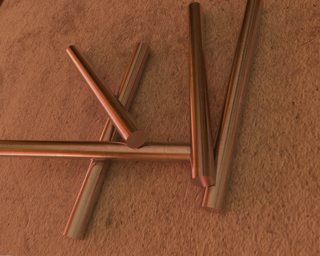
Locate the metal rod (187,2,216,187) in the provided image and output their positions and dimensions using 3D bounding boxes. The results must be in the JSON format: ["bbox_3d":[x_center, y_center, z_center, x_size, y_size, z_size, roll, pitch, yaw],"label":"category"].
[{"bbox_3d":[0.050,-0.067,0.402,0.025,0.025,0.300,-13,51,21],"label":"metal rod"}]

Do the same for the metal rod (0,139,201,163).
[{"bbox_3d":[-0.099,0.029,0.401,0.301,0.025,0.025,0,61,15],"label":"metal rod"}]

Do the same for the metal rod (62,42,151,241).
[{"bbox_3d":[-0.067,0.002,0.437,0.025,0.025,0.300,3,63,29],"label":"metal rod"}]

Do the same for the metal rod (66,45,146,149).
[{"bbox_3d":[-0.095,-0.064,0.468,0.025,0.025,0.300,-41,43,0],"label":"metal rod"}]

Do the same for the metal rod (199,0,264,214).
[{"bbox_3d":[0.094,-0.046,0.382,0.025,0.025,0.300,3,63,29],"label":"metal rod"}]
